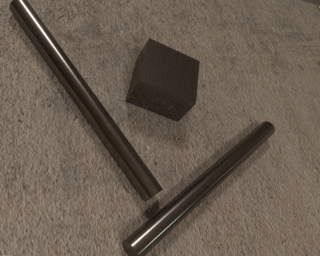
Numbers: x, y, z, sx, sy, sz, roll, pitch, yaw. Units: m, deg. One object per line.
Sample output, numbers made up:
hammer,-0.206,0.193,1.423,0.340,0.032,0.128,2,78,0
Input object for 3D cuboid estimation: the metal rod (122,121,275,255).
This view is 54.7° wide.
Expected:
metal rod,0.072,0.063,0.405,0.302,0.025,0.025,-31,80,-38

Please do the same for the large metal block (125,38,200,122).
large metal block,0.005,-0.066,0.433,0.080,0.050,0.080,21,54,-16

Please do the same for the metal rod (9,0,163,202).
metal rod,-0.095,-0.041,0.378,0.025,0.025,0.299,-29,78,-38
